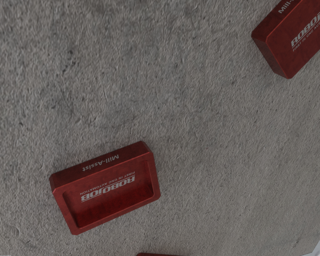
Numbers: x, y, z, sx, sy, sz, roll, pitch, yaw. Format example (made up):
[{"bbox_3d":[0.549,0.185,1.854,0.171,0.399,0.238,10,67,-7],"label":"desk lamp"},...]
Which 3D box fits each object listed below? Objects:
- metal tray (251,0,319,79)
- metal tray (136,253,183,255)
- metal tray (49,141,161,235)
[{"bbox_3d":[0.196,-0.143,0.422,0.130,0.030,0.090,-47,129,5],"label":"metal tray"},{"bbox_3d":[-0.005,0.278,0.572,0.131,0.030,0.090,22,106,-36],"label":"metal tray"},{"bbox_3d":[-0.068,0.080,0.415,0.131,0.030,0.089,-20,126,-16],"label":"metal tray"}]
